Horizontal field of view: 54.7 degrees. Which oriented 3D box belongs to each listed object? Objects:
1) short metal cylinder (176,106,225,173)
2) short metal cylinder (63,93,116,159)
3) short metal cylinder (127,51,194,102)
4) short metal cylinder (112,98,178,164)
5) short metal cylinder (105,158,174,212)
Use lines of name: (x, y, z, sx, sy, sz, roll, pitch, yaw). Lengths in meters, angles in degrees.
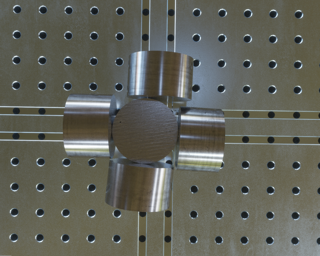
short metal cylinder: (0.047, 0.014, 0.386, 0.050, 0.080, 0.080, 4, 90, 0)
short metal cylinder: (-0.084, -0.003, 0.385, 0.050, 0.080, 0.079, 2, 90, -1)
short metal cylinder: (0.000, -0.061, 0.385, 0.081, 0.080, 0.050, 3, 90, 0)
short metal cylinder: (-0.018, 0.004, 0.401, 0.081, 0.050, 0.080, 0, 90, -2)
short metal cylinder: (-0.025, 0.068, 0.384, 0.080, 0.080, 0.050, 6, 90, 0)
